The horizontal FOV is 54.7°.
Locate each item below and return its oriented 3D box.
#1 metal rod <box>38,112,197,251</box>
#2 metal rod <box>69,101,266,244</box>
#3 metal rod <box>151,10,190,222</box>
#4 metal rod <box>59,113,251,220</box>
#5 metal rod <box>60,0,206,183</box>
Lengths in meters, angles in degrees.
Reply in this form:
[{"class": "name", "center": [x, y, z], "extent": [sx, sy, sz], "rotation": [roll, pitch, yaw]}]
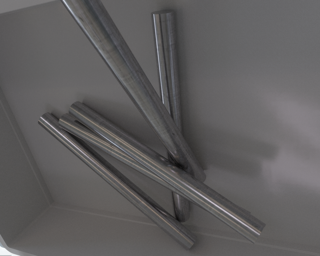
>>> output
[{"class": "metal rod", "center": [-0.070, 0.076, 0.474], "extent": [0.300, 0.025, 0.025], "rotation": [38, 129, 9]}, {"class": "metal rod", "center": [-0.008, 0.043, 0.396], "extent": [0.300, 0.025, 0.025], "rotation": [32, 130, 24]}, {"class": "metal rod", "center": [0.018, 0.006, 0.402], "extent": [0.025, 0.025, 0.298], "rotation": [8, 122, 24]}, {"class": "metal rod", "center": [-0.022, 0.050, 0.424], "extent": [0.300, 0.025, 0.025], "rotation": [26, 128, 22]}, {"class": "metal rod", "center": [-0.008, -0.019, 0.320], "extent": [0.025, 0.025, 0.300], "rotation": [-1, 144, 29]}]
